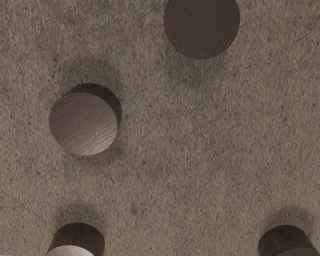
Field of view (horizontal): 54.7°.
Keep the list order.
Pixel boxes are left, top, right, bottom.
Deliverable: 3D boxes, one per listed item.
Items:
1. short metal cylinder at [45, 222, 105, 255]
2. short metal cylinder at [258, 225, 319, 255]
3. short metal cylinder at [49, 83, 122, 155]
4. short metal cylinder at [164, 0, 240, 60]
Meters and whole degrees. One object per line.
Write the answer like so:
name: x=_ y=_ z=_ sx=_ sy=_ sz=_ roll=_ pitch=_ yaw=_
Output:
short metal cylinder: x=-0.127 y=0.191 z=0.465 sx=0.081 sy=0.050 sz=0.079 roll=0 pitch=110 yaw=-1
short metal cylinder: x=0.197 y=0.197 z=0.472 sx=0.081 sy=0.050 sz=0.079 roll=0 pitch=110 yaw=-1
short metal cylinder: x=-0.091 y=-0.012 z=0.391 sx=0.081 sy=0.050 sz=0.079 roll=0 pitch=110 yaw=-1
short metal cylinder: x=0.045 y=-0.121 z=0.352 sx=0.081 sy=0.050 sz=0.079 roll=0 pitch=110 yaw=-1
